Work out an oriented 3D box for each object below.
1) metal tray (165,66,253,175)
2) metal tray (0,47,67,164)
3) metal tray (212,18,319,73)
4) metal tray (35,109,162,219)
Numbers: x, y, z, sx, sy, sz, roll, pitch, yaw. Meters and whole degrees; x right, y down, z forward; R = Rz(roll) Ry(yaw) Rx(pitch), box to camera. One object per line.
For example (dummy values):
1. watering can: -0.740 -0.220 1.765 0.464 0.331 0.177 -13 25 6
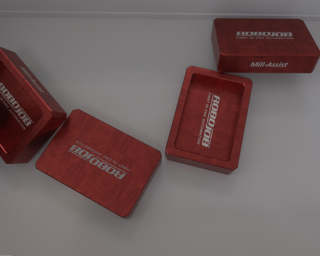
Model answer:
1. metal tray: 0.065 -0.012 0.411 0.090 0.030 0.130 14 70 5
2. metal tray: -0.191 -0.029 0.397 0.090 0.030 0.130 -46 75 10
3. metal tray: 0.143 -0.117 0.434 0.131 0.030 0.090 0 49 0
4. metal tray: -0.074 0.044 0.390 0.130 0.030 0.090 27 72 9
